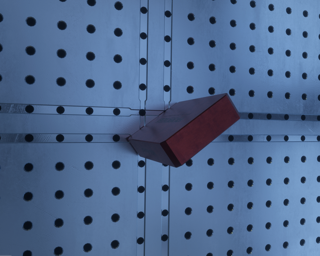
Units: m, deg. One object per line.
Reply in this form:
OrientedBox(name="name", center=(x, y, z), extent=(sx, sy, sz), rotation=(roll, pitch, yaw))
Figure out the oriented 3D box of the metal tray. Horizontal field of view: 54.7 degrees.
OrientedBox(name="metal tray", center=(0.022, 0.001, 0.366), extent=(0.090, 0.130, 0.030), rotation=(-36, 102, -17))
